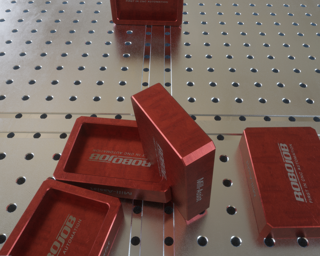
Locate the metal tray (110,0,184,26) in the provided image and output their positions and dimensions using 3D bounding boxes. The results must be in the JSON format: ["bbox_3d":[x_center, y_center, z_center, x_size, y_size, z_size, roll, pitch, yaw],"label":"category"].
[{"bbox_3d":[-0.023,-0.234,0.561,0.131,0.089,0.030,2,50,1],"label":"metal tray"}]

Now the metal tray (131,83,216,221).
[{"bbox_3d":[0.014,0.029,0.314,0.030,0.129,0.090,-29,56,-15],"label":"metal tray"}]

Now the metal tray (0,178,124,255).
[{"bbox_3d":[-0.101,0.120,0.301,0.090,0.030,0.130,13,51,10],"label":"metal tray"}]

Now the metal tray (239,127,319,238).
[{"bbox_3d":[0.150,0.057,0.358,0.091,0.030,0.130,-1,50,-1],"label":"metal tray"}]

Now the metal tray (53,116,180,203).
[{"bbox_3d":[-0.046,0.034,0.365,0.131,0.030,0.090,5,53,9],"label":"metal tray"}]
